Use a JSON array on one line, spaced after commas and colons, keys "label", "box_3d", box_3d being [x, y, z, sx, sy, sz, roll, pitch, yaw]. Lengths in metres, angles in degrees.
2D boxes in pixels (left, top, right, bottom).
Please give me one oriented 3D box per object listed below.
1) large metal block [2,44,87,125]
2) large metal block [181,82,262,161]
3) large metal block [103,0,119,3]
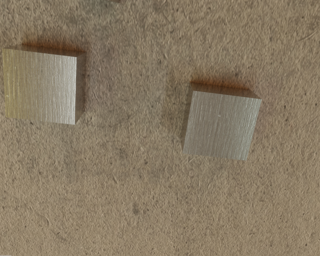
[{"label": "large metal block", "box_3d": [-0.136, -0.054, 0.375, 0.081, 0.050, 0.079, 6, 110, -3]}, {"label": "large metal block", "box_3d": [0.073, -0.010, 0.393, 0.081, 0.050, 0.079, 7, 110, -3]}, {"label": "large metal block", "box_3d": [-0.066, -0.175, 0.315, 0.050, 0.080, 0.079, 9, 110, -4]}]
